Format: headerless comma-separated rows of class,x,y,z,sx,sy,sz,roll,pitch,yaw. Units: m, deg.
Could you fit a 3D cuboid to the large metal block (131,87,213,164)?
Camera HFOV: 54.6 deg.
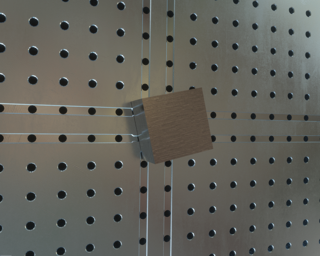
large metal block,0.015,-0.004,0.404,0.081,0.050,0.080,-13,95,-20
